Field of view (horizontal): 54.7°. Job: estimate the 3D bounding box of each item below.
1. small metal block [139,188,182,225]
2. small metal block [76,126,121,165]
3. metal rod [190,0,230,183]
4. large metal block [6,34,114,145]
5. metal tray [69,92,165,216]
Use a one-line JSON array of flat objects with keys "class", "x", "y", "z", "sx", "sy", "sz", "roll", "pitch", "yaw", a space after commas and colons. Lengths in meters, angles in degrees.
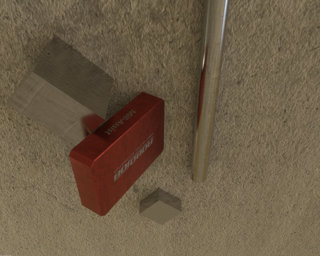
[{"class": "small metal block", "x": 0.001, "y": 0.133, "z": 0.520, "sx": 0.050, "sy": 0.025, "sz": 0.050, "roll": 34, "pitch": 122, "yaw": -26}, {"class": "small metal block", "x": -0.080, "y": 0.023, "z": 0.409, "sx": 0.050, "sy": 0.050, "sz": 0.025, "roll": -5, "pitch": 130, "yaw": 4}, {"class": "metal rod", "x": 0.057, "y": -0.040, "z": 0.374, "sx": 0.025, "sy": 0.025, "sz": 0.298, "roll": -1, "pitch": 130, "yaw": 0}, {"class": "large metal block", "x": -0.102, "y": -0.041, "z": 0.335, "sx": 0.080, "sy": 0.080, "sz": 0.050, "roll": 36, "pitch": 121, "yaw": -27}, {"class": "metal tray", "x": -0.042, "y": 0.027, "z": 0.364, "sx": 0.030, "sy": 0.131, "sz": 0.089, "roll": 22, "pitch": 135, "yaw": 24}]
